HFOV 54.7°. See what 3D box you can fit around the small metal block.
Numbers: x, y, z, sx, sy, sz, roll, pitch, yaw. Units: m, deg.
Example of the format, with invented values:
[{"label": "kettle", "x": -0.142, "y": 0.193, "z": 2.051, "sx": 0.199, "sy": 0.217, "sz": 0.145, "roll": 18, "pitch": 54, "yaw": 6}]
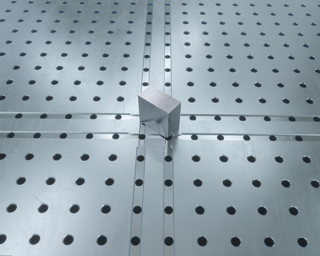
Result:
[{"label": "small metal block", "x": -0.001, "y": -0.021, "z": 0.409, "sx": 0.050, "sy": 0.050, "sz": 0.025, "roll": 33, "pitch": 57, "yaw": 24}]
